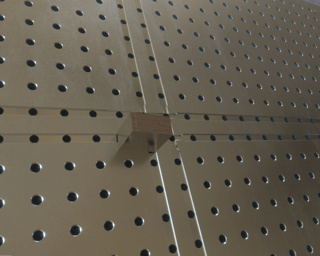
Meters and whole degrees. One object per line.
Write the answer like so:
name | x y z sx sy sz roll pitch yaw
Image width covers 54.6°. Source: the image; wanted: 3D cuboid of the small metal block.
small metal block | -0.019 0.006 0.377 0.050 0.050 0.025 6 59 -25
